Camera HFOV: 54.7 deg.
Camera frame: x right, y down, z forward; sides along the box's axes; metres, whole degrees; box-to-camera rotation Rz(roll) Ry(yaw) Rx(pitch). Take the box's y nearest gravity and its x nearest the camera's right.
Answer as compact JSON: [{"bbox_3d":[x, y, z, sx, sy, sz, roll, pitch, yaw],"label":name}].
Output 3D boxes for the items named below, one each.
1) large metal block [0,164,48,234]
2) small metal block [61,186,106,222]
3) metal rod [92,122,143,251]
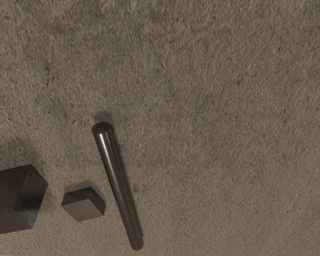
[{"bbox_3d":[-0.225,0.106,0.458,0.080,0.080,0.050,-13,129,10],"label":"large metal block"},{"bbox_3d":[-0.126,0.127,0.514,0.050,0.025,0.050,-17,129,13],"label":"small metal block"},{"bbox_3d":[-0.060,0.113,0.502,0.025,0.025,0.298,-5,130,4],"label":"metal rod"}]
